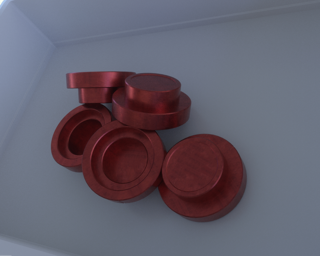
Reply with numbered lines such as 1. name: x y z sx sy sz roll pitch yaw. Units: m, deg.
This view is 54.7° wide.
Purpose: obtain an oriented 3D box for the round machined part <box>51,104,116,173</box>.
1. round machined part: -0.098 0.017 0.431 0.098 0.042 0.098 -13 56 20

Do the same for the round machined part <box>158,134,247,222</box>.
1. round machined part: 0.041 0.049 0.340 0.098 0.042 0.098 -13 56 20

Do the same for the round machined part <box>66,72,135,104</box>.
1. round machined part: -0.083 -0.058 0.447 0.098 0.099 0.042 3 99 29

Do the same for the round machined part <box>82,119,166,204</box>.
1. round machined part: -0.039 0.041 0.372 0.098 0.042 0.098 -5 67 12

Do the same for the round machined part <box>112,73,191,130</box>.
1. round machined part: -0.010 -0.039 0.385 0.099 0.042 0.098 4 27 -2
